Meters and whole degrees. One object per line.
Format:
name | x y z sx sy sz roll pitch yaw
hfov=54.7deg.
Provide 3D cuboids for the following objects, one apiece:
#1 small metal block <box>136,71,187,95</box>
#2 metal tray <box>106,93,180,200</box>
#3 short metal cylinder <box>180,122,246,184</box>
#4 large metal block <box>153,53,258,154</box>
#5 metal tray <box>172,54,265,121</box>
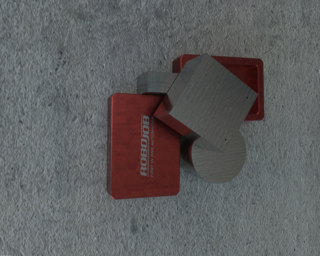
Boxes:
small metal block | 0.001 -0.055 0.397 0.050 0.050 0.025 1 90 -20
metal tray | -0.021 0.022 0.401 0.091 0.030 0.129 1 90 -20
short metal cylinder | 0.069 0.032 0.422 0.081 0.050 0.080 0 90 -20
large metal block | 0.053 -0.027 0.362 0.080 0.050 0.080 34 79 -17
metal tray | 0.084 -0.054 0.439 0.131 0.030 0.089 -2 91 -20
